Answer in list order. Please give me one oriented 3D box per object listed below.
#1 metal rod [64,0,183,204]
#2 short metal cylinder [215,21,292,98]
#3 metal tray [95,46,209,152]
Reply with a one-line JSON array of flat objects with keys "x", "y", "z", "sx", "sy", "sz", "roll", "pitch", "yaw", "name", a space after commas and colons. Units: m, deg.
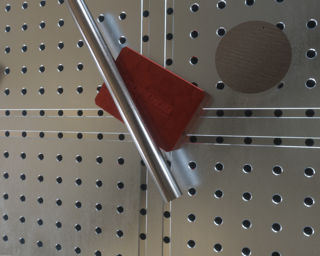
[{"x": -0.051, "y": -0.046, "z": 0.396, "sx": 0.025, "sy": 0.025, "sz": 0.299, "roll": -30, "pitch": 81, "yaw": 17, "name": "metal rod"}, {"x": 0.109, "y": -0.077, "z": 0.361, "sx": 0.080, "sy": 0.050, "sz": 0.079, "roll": 0, "pitch": 90, "yaw": 19, "name": "short metal cylinder"}, {"x": -0.013, "y": -0.039, "z": 0.414, "sx": 0.130, "sy": 0.030, "sz": 0.090, "roll": 33, "pitch": 100, "yaw": 16, "name": "metal tray"}]
